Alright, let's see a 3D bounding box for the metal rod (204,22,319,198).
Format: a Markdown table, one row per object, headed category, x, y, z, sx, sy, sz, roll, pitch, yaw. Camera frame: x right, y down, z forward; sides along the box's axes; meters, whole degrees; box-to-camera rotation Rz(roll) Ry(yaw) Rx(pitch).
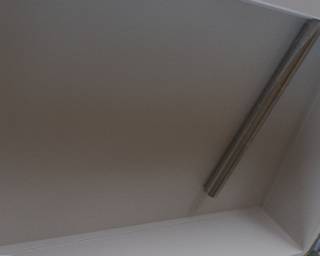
| category | x | y | z | sx | sy | sz | roll | pitch | yaw |
| --- | --- | --- | --- | --- | --- | --- | --- | --- | --- |
| metal rod | 0.151 | -0.017 | 0.479 | 0.025 | 0.025 | 0.298 | 16 | 110 | -35 |
